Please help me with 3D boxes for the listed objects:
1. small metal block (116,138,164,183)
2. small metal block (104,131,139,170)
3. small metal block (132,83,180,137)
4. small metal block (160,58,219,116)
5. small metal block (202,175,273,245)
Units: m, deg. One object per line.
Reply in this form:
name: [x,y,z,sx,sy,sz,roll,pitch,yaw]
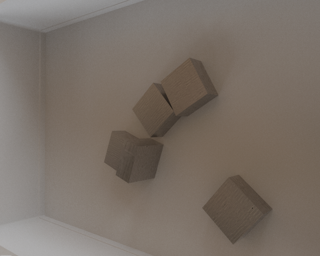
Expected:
small metal block: [-0.026,0.042,0.410,0.025,0.050,0.050,24,105,37]
small metal block: [-0.050,0.036,0.445,0.050,0.025,0.050,26,106,36]
small metal block: [-0.003,-0.023,0.407,0.050,0.025,0.050,-48,62,29]
small metal block: [0.035,-0.048,0.377,0.050,0.025,0.050,-35,69,34]
small metal block: [0.083,0.088,0.337,0.050,0.025,0.050,48,118,29]
